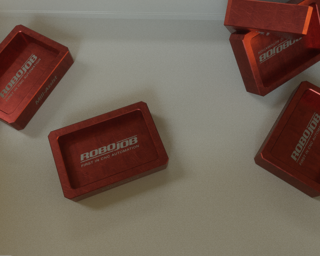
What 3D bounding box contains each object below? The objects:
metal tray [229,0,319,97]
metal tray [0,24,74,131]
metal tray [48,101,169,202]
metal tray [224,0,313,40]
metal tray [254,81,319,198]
[{"bbox_3d":[0.166,-0.113,0.422,0.131,0.030,0.090,-32,116,-11],"label":"metal tray"},{"bbox_3d":[-0.195,-0.072,0.430,0.090,0.030,0.130,27,72,9],"label":"metal tray"},{"bbox_3d":[-0.065,0.029,0.395,0.131,0.030,0.090,-19,71,-8],"label":"metal tray"},{"bbox_3d":[0.136,-0.137,0.402,0.090,0.130,0.030,12,105,14],"label":"metal tray"},{"bbox_3d":[0.195,0.012,0.404,0.090,0.030,0.130,32,73,10],"label":"metal tray"}]
